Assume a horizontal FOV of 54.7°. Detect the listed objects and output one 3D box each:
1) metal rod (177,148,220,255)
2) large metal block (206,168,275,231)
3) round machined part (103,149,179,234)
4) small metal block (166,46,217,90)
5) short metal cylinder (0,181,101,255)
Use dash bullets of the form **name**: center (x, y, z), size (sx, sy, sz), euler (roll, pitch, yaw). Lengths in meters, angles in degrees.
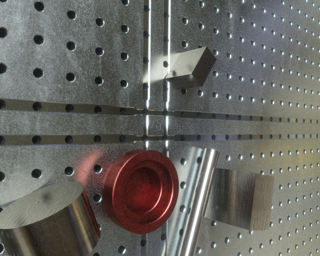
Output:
- **metal rod**: center (0.039, 0.175, 0.444), size (0.025, 0.025, 0.299), euler (27, 73, -37)
- **large metal block**: center (0.123, 0.108, 0.480), size (0.050, 0.080, 0.080), euler (15, 80, -39)
- **round machined part**: center (-0.026, 0.075, 0.378), size (0.099, 0.042, 0.097), euler (0, 90, -40)
- **small metal block**: center (0.043, -0.082, 0.431), size (0.025, 0.050, 0.050), euler (44, 64, -32)
- **short metal cylinder**: center (-0.102, 0.091, 0.289), size (0.081, 0.080, 0.050), euler (-27, 107, -37)
